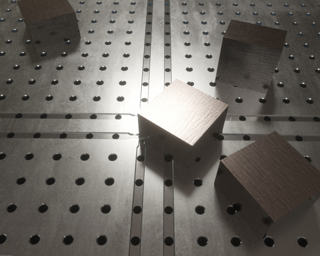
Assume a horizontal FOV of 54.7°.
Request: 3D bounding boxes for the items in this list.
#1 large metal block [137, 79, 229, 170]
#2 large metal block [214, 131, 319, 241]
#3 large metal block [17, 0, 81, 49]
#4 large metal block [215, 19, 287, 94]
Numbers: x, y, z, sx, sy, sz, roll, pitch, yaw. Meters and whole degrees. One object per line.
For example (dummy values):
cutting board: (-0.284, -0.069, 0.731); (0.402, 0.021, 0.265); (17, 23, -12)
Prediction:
large metal block: (0.029, -0.007, 0.398); (0.080, 0.050, 0.080); (31, 56, 23)
large metal block: (0.120, 0.061, 0.342); (0.081, 0.050, 0.080); (-25, 55, -20)
large metal block: (-0.197, -0.193, 0.551); (0.081, 0.050, 0.080); (-21, 54, -17)
large metal block: (0.133, -0.106, 0.463); (0.080, 0.080, 0.050); (17, 52, 13)
